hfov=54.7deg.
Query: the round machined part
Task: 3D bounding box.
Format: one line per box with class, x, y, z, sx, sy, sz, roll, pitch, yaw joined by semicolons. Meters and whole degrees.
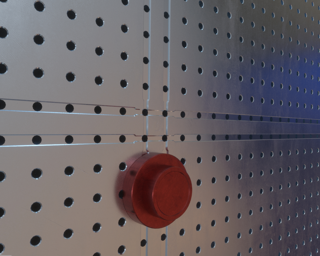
round machined part;0.004;0.082;0.404;0.099;0.042;0.097;0;90;-40
